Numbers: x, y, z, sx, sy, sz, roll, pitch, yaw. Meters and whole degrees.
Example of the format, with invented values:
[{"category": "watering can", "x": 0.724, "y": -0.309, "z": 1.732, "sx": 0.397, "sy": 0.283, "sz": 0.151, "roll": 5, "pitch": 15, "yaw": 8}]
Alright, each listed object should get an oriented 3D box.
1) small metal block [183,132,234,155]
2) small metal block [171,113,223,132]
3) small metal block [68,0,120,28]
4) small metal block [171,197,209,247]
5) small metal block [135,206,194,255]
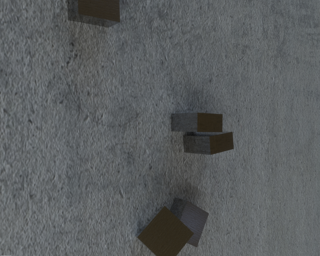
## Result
[{"category": "small metal block", "x": 0.070, "y": 0.020, "z": 0.446, "sx": 0.050, "sy": 0.050, "sz": 0.025, "roll": -9, "pitch": 96, "yaw": -40}, {"category": "small metal block", "x": 0.051, "y": -0.007, "z": 0.431, "sx": 0.050, "sy": 0.050, "sz": 0.025, "roll": 1, "pitch": 90, "yaw": -40}, {"category": "small metal block", "x": -0.073, "y": -0.143, "z": 0.343, "sx": 0.050, "sy": 0.025, "sz": 0.050, "roll": -3, "pitch": 92, "yaw": -40}, {"category": "small metal block", "x": 0.037, "y": 0.133, "z": 0.435, "sx": 0.050, "sy": 0.025, "sz": 0.050, "roll": 37, "pitch": 67, "yaw": -34}, {"category": "small metal block", "x": 0.005, "y": 0.134, "z": 0.390, "sx": 0.050, "sy": 0.025, "sz": 0.050, "roll": 43, "pitch": 71, "yaw": 3}]
